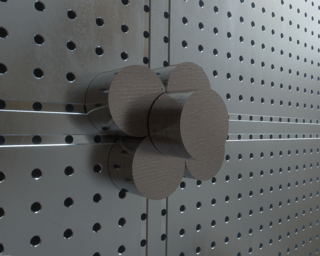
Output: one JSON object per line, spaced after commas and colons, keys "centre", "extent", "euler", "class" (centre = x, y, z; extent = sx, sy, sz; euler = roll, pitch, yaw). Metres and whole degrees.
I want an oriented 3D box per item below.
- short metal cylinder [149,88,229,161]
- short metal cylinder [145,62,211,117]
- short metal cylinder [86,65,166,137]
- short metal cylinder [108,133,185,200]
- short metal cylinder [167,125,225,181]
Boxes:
{"centre": [0.034, -0.004, 0.356], "extent": [0.081, 0.050, 0.079], "euler": [-2, 93, -41], "class": "short metal cylinder"}
{"centre": [0.023, -0.044, 0.413], "extent": [0.081, 0.050, 0.079], "euler": [0, 90, -40], "class": "short metal cylinder"}
{"centre": [-0.038, -0.030, 0.361], "extent": [0.081, 0.050, 0.079], "euler": [0, 90, -40], "class": "short metal cylinder"}
{"centre": [-0.016, 0.044, 0.381], "extent": [0.081, 0.050, 0.079], "euler": [0, 90, -40], "class": "short metal cylinder"}
{"centre": [0.045, 0.030, 0.432], "extent": [0.081, 0.050, 0.079], "euler": [0, 90, -40], "class": "short metal cylinder"}
